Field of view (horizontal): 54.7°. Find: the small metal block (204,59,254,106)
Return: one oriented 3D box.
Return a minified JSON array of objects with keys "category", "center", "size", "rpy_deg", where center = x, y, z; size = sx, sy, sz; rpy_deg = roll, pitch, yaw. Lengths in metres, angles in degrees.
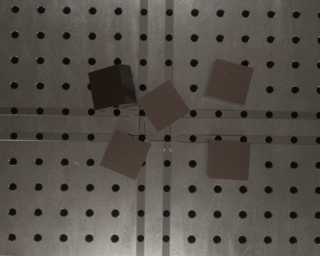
[{"category":"small metal block","center":[0.092,-0.060,0.415],"size":[0.050,0.025,0.050],"rpy_deg":[14,90,-1]}]

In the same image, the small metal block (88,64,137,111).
[{"category":"small metal block","center":[-0.062,-0.052,0.402],"size":[0.050,0.025,0.050],"rpy_deg":[-9,90,29]}]

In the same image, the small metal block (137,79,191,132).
[{"category":"small metal block","center":[0.005,-0.029,0.413],"size":[0.050,0.025,0.050],"rpy_deg":[-33,90,-1]}]

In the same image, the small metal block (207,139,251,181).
[{"category":"small metal block","center":[0.091,0.042,0.415],"size":[0.050,0.025,0.050],"rpy_deg":[4,90,-1]}]

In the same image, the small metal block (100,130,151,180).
[{"category":"small metal block","center":[-0.045,0.035,0.413],"size":[0.050,0.025,0.050],"rpy_deg":[24,90,-1]}]
